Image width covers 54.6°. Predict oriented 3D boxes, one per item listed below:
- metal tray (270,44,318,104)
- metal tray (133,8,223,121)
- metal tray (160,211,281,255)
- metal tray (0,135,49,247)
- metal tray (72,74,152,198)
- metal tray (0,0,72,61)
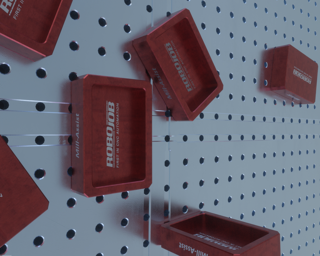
[{"bbox_3d":[0.279,-0.106,0.637,0.131,0.030,0.090,13,82,-39],"label":"metal tray"},{"bbox_3d":[0.030,-0.085,0.429,0.090,0.030,0.130,-45,117,-31],"label":"metal tray"},{"bbox_3d":[0.074,0.145,0.402,0.091,0.130,0.030,-4,93,-40],"label":"metal tray"},{"bbox_3d":[-0.174,0.073,0.259,0.131,0.030,0.090,-40,114,-32],"label":"metal tray"},{"bbox_3d":[-0.053,0.008,0.360,0.091,0.030,0.129,0,90,-40],"label":"metal tray"},{"bbox_3d":[-0.130,-0.142,0.295,0.090,0.030,0.130,25,74,-37],"label":"metal tray"}]
